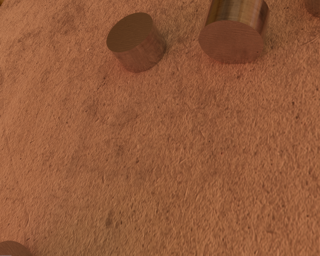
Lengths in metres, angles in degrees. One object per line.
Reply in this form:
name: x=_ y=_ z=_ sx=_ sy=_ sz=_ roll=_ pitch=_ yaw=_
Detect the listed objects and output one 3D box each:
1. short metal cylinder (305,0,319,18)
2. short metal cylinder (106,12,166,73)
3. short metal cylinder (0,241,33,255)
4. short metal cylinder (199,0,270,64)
short metal cylinder: x=0.222 y=-0.183 z=0.383 sx=0.080 sy=0.050 sz=0.080 roll=-13 pitch=56 yaw=21
short metal cylinder: x=-0.037 y=-0.134 z=0.490 sx=0.080 sy=0.050 sz=0.080 roll=-13 pitch=56 yaw=21
short metal cylinder: x=-0.188 y=0.179 z=0.357 sx=0.050 sy=0.080 sz=0.080 roll=-29 pitch=52 yaw=10
short metal cylinder: x=0.095 y=-0.127 z=0.397 sx=0.080 sy=0.080 sz=0.050 roll=4 pitch=64 yaw=30
